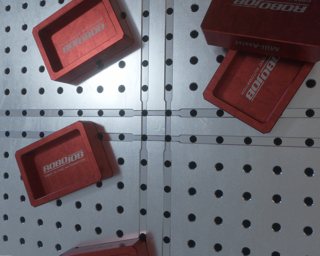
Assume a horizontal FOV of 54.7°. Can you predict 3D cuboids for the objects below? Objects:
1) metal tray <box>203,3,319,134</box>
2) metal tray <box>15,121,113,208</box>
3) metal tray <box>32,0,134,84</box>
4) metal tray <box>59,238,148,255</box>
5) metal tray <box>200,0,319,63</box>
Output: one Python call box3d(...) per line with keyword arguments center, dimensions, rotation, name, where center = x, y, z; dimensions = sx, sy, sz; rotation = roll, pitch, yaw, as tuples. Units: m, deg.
box3d(center=(0.123, -0.069, 0.366), dimensions=(0.090, 0.030, 0.129), rotation=(33, 100, 16), name="metal tray")
box3d(center=(-0.145, 0.054, 0.459), dimensions=(0.130, 0.030, 0.090), rotation=(-24, 82, 18), name="metal tray")
box3d(center=(-0.114, -0.134, 0.448), dimensions=(0.130, 0.030, 0.090), rotation=(-26, 82, 17), name="metal tray")
box3d(center=(-0.076, 0.212, 0.435), dimensions=(0.130, 0.030, 0.090), rotation=(-15, 85, 19), name="metal tray")
box3d(center=(0.122, -0.129, 0.343), dimensions=(0.130, 0.030, 0.090), rotation=(18, 76, 26), name="metal tray")
